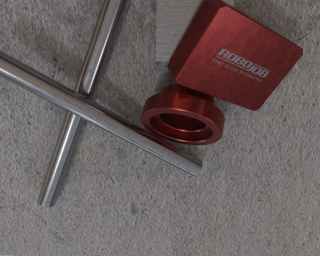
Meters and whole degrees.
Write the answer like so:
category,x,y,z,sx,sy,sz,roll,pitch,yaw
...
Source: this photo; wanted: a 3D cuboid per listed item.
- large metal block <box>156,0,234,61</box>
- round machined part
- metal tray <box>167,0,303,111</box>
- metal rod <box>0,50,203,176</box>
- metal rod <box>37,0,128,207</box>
category,x,y,z,sx,sy,sz,roll,pitch,yaw
large metal block,0.036,-0.119,0.353,0.081,0.050,0.079,1,110,-1
round machined part,0.029,-0.018,0.376,0.099,0.098,0.042,17,67,-7
metal tray,0.085,-0.076,0.346,0.131,0.030,0.089,14,122,-32
metal rod,-0.072,-0.014,0.380,0.301,0.025,0.025,29,108,-20
metal rod,-0.106,-0.023,0.399,0.025,0.025,0.298,21,108,-8
